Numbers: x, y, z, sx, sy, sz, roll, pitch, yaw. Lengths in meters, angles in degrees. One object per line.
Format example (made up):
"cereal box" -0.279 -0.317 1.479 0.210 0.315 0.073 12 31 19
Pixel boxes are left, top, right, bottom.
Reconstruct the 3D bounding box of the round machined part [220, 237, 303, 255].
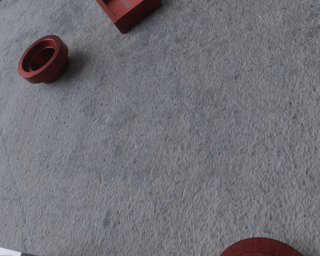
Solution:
"round machined part" 0.087 0.142 0.260 0.098 0.042 0.098 -13 56 20

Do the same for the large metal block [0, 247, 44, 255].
"large metal block" -0.153 0.180 0.337 0.050 0.080 0.080 -1 61 27

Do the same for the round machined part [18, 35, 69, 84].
"round machined part" -0.210 -0.121 0.575 0.098 0.042 0.098 -13 56 20

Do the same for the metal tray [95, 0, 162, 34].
"metal tray" -0.065 -0.241 0.580 0.090 0.030 0.130 -37 51 3
